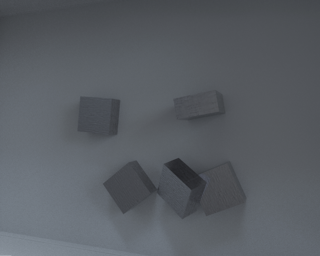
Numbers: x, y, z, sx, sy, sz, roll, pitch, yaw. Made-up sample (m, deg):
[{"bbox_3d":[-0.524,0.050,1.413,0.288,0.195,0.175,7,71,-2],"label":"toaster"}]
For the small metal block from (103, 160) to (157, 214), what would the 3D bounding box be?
[{"bbox_3d":[-0.041,0.081,0.425,0.050,0.025,0.050,-40,78,15],"label":"small metal block"}]

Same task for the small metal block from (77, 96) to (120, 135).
[{"bbox_3d":[-0.087,-0.018,0.441,0.050,0.025,0.050,6,92,20],"label":"small metal block"}]

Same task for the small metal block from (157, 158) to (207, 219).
[{"bbox_3d":[0.025,0.074,0.383,0.050,0.025,0.050,40,132,36],"label":"small metal block"}]

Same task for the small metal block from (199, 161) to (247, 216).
[{"bbox_3d":[0.072,0.075,0.385,0.050,0.025,0.050,-25,82,18],"label":"small metal block"}]

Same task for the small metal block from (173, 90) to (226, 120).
[{"bbox_3d":[0.050,-0.027,0.380,0.050,0.050,0.025,-10,87,20],"label":"small metal block"}]
